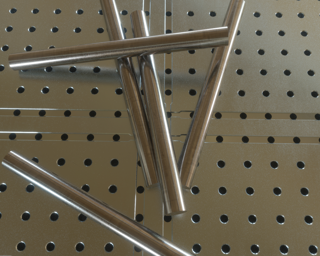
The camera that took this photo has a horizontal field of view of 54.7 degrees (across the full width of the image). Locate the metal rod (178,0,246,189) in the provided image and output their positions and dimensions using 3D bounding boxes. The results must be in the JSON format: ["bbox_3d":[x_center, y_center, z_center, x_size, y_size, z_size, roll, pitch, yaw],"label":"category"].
[{"bbox_3d":[0.074,-0.061,0.434,0.025,0.025,0.299,18,71,6],"label":"metal rod"}]

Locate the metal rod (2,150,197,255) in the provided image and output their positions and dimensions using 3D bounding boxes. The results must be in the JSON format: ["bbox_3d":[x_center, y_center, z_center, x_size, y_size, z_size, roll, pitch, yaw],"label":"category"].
[{"bbox_3d":[-0.060,0.108,0.371,0.301,0.025,0.025,28,72,9],"label":"metal rod"}]

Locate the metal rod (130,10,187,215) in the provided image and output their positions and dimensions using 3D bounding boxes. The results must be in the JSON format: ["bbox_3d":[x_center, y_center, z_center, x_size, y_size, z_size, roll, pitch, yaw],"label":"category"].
[{"bbox_3d":[-0.008,-0.037,0.412,0.025,0.025,0.299,-9,66,-4],"label":"metal rod"}]

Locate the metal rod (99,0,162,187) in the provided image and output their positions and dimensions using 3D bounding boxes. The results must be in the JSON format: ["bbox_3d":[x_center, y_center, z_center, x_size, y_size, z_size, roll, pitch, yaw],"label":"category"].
[{"bbox_3d":[-0.043,-0.065,0.434,0.025,0.025,0.299,-14,71,-5],"label":"metal rod"}]

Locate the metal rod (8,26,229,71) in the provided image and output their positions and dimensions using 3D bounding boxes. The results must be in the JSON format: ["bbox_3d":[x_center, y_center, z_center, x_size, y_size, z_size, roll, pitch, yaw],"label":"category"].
[{"bbox_3d":[-0.061,-0.107,0.423,0.301,0.025,0.025,-5,70,8],"label":"metal rod"}]
